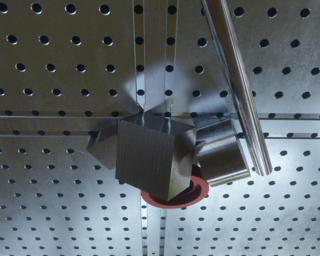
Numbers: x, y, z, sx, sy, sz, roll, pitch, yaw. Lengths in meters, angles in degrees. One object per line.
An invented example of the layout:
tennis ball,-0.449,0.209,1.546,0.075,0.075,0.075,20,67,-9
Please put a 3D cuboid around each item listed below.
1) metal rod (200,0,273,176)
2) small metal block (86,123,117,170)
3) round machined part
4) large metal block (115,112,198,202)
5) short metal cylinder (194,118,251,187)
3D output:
metal rod,0.099,-0.042,0.377,0.025,0.025,0.299,-18,128,14
small metal block,-0.066,0.027,0.434,0.050,0.025,0.050,-27,126,20
round machined part,0.021,0.078,0.462,0.099,0.042,0.097,-3,138,-3
large metal block,-0.006,0.031,0.381,0.080,0.050,0.079,17,111,31
short metal cylinder,0.081,0.032,0.404,0.050,0.080,0.080,-20,128,15
